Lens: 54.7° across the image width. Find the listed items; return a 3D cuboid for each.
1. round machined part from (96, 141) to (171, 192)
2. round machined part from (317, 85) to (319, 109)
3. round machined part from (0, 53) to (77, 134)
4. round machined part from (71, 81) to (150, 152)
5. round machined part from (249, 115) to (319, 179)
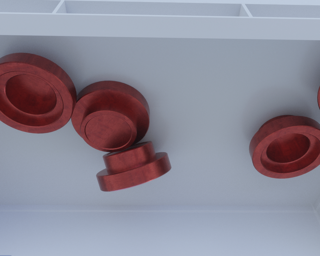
[{"bbox_3d":[-0.038,0.047,0.413,0.098,0.098,0.042,-16,93,12],"label":"round machined part"},{"bbox_3d":[0.234,-0.042,0.348,0.098,0.042,0.097,20,133,23],"label":"round machined part"},{"bbox_3d":[-0.146,-0.043,0.359,0.099,0.042,0.097,0,130,0],"label":"round machined part"},{"bbox_3d":[-0.063,-0.007,0.391,0.099,0.042,0.097,-1,130,0],"label":"round machined part"},{"bbox_3d":[0.170,0.021,0.419,0.099,0.042,0.097,-1,130,0],"label":"round machined part"}]
